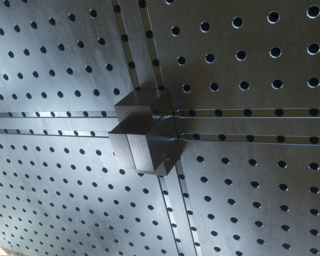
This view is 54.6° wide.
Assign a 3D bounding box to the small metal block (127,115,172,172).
[{"bbox_3d":[-0.011,0.017,0.380,0.025,0.050,0.050,3,120,28],"label":"small metal block"}]

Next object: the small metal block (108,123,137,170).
[{"bbox_3d":[-0.035,0.017,0.392,0.025,0.050,0.050,2,119,27],"label":"small metal block"}]

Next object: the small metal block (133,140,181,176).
[{"bbox_3d":[-0.005,0.038,0.421,0.050,0.050,0.025,2,119,27],"label":"small metal block"}]

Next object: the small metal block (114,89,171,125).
[{"bbox_3d":[-0.021,-0.027,0.389,0.050,0.050,0.025,2,120,27],"label":"small metal block"}]

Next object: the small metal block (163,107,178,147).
[{"bbox_3d":[-0.008,-0.001,0.415,0.050,0.025,0.050,2,120,28],"label":"small metal block"}]
